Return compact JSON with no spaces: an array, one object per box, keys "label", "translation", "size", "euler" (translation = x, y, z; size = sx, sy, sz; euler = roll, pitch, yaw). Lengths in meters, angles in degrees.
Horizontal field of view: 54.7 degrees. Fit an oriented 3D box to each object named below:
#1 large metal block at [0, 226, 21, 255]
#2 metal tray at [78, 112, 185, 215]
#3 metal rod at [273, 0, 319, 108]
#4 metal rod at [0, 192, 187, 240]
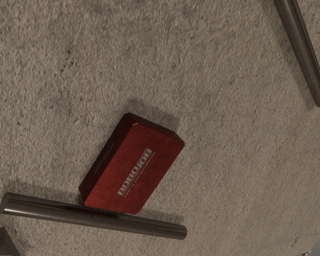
[{"label":"large metal block","translation":[-0.220,0.182,0.383],"size":[0.081,0.050,0.079],"euler":[-19,126,-18]},{"label":"metal tray","translation":[-0.038,0.052,0.417],"size":[0.090,0.030,0.129],"euler":[24,106,-37]},{"label":"metal rod","translation":[0.200,-0.125,0.441],"size":[0.025,0.025,0.300],"euler":[-44,130,2]},{"label":"metal rod","translation":[-0.072,0.135,0.452],"size":[0.302,0.025,0.025],"euler":[24,105,-37]}]
